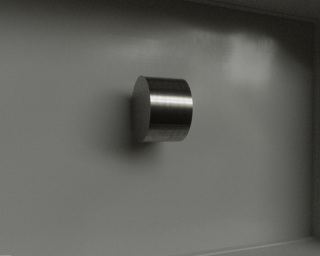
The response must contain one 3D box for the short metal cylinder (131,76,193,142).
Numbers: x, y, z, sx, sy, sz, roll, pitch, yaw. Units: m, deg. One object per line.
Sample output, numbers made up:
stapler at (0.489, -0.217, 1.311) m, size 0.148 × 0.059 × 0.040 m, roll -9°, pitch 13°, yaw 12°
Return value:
short metal cylinder at (0.000, -0.023, 0.380) m, size 0.050 × 0.080 × 0.079 m, roll 0°, pitch 90°, yaw -20°
